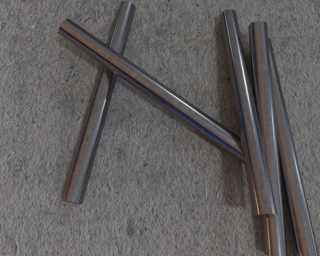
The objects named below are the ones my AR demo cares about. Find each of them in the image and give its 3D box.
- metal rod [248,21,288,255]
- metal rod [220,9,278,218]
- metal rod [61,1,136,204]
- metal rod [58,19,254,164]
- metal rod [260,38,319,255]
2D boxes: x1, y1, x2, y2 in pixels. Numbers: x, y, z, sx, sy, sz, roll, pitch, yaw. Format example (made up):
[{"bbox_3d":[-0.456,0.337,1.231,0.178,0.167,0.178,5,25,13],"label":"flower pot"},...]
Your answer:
[{"bbox_3d":[0.135,0.001,0.395,0.025,0.025,0.299,1,75,0],"label":"metal rod"},{"bbox_3d":[0.109,-0.038,0.403,0.025,0.025,0.299,-2,63,-1],"label":"metal rod"},{"bbox_3d":[-0.078,-0.048,0.424,0.025,0.025,0.299,10,70,4],"label":"metal rod"},{"bbox_3d":[-0.007,-0.050,0.408,0.301,0.025,0.025,35,74,5],"label":"metal rod"},{"bbox_3d":[0.160,0.015,0.403,0.025,0.025,0.299,-3,70,-1],"label":"metal rod"}]
